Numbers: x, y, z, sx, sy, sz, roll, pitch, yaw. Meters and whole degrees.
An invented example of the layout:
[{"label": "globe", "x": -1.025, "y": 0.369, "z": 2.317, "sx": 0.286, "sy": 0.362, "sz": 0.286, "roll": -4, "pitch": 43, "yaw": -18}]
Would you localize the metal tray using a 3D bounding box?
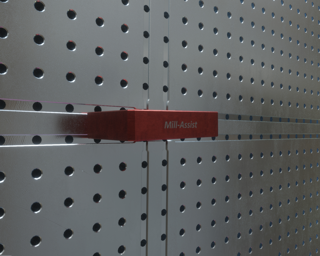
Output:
[{"label": "metal tray", "x": -0.006, "y": -0.004, "z": 0.363, "sx": 0.131, "sy": 0.090, "sz": 0.030, "roll": -1, "pitch": 91, "yaw": -40}]
